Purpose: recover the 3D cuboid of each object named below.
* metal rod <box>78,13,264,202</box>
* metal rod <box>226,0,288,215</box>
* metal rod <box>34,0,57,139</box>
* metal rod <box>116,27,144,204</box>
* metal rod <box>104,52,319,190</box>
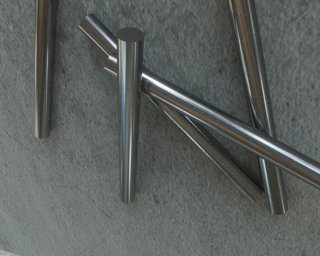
[{"bbox_3d":[0.017,-0.022,0.382,0.300,0.025,0.025,45,129,-4],"label":"metal rod"},{"bbox_3d":[0.105,-0.030,0.332,0.025,0.025,0.298,-4,117,30],"label":"metal rod"},{"bbox_3d":[-0.158,-0.104,0.423,0.025,0.025,0.298,27,128,11],"label":"metal rod"},{"bbox_3d":[-0.040,0.014,0.391,0.025,0.025,0.298,23,140,14],"label":"metal rod"},{"bbox_3d":[0.073,-0.002,0.332,0.301,0.025,0.025,30,128,9],"label":"metal rod"}]
